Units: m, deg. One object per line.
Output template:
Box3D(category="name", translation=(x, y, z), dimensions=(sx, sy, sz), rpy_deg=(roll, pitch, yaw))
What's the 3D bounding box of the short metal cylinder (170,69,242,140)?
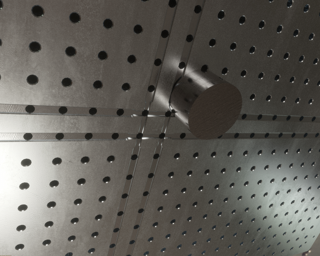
Box3D(category="short metal cylinder", translation=(0.060, -0.031, 0.411), dimensions=(0.081, 0.050, 0.079), rpy_deg=(-14, 125, -21))
